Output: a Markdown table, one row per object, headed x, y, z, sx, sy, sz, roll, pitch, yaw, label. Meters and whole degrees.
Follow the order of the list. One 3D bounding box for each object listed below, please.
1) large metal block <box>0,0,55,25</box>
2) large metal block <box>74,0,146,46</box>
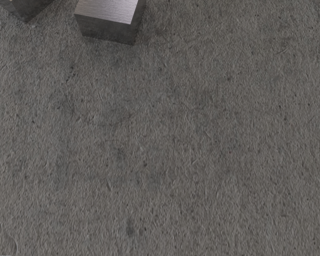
| x | y | z | sx | sy | sz | roll | pitch | yaw | label |
| --- | --- | --- | --- | --- | --- | --- | --- | --- | --- |
| -0.213 | -0.221 | 0.474 | 0.080 | 0.050 | 0.080 | 38 | 74 | 12 | large metal block |
| -0.070 | -0.177 | 0.459 | 0.080 | 0.050 | 0.080 | 12 | 70 | 4 | large metal block |
